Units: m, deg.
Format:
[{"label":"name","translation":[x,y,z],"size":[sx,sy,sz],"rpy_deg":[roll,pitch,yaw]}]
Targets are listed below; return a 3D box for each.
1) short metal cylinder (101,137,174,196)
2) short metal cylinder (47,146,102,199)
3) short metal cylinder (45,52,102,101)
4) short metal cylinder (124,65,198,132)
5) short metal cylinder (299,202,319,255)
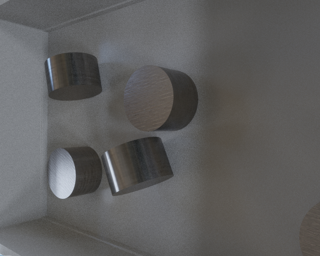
[{"label":"short metal cylinder","translation":[-0.029,0.050,0.395],"size":[0.080,0.081,0.050],"rpy_deg":[-30,71,36]},{"label":"short metal cylinder","translation":[-0.140,0.071,0.507],"size":[0.080,0.050,0.080],"rpy_deg":[0,90,40]},{"label":"short metal cylinder","translation":[-0.134,-0.078,0.482],"size":[0.080,0.081,0.050],"rpy_deg":[-17,79,39]},{"label":"short metal cylinder","translation":[0.000,-0.036,0.390],"size":[0.080,0.050,0.080],"rpy_deg":[0,90,40]},{"label":"short metal cylinder","translation":[0.164,0.092,0.255],"size":[0.080,0.050,0.080],"rpy_deg":[0,90,40]}]
